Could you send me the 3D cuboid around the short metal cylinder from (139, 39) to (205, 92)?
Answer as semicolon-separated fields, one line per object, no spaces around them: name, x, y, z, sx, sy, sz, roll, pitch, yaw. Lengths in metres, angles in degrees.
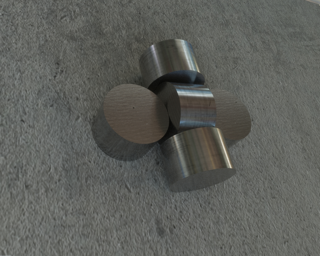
short metal cylinder;0.015;-0.075;0.424;0.081;0.080;0.050;0;62;-28

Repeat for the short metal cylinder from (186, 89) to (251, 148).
short metal cylinder;0.080;-0.008;0.436;0.081;0.050;0.080;13;57;-21

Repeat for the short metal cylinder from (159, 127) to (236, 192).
short metal cylinder;0.044;0.040;0.370;0.081;0.080;0.050;0;62;-28

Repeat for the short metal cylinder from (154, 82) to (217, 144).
short metal cylinder;0.027;-0.017;0.396;0.050;0.080;0.080;0;62;-28

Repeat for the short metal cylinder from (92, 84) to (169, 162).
short metal cylinder;-0.036;-0.006;0.373;0.081;0.050;0.080;14;55;-21
